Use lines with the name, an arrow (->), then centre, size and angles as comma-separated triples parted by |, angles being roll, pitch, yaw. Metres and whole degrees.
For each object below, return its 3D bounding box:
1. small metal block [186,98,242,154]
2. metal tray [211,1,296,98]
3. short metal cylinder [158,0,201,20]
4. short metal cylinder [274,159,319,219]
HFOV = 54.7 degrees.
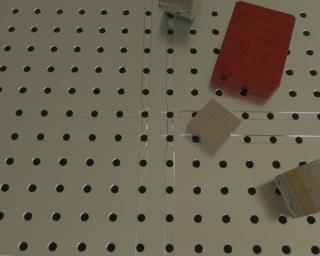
small metal block -> 0.071, -0.003, 0.413 | 0.050, 0.025, 0.050 | 41, 75, 13
metal tray -> 0.137, -0.117, 0.452 | 0.090, 0.030, 0.130 | 18, 71, 6
short metal cylinder -> 0.036, -0.207, 0.458 | 0.050, 0.080, 0.080 | 20, 71, 7
short metal cylinder -> 0.182, 0.067, 0.359 | 0.080, 0.080, 0.050 | -17, 71, -6
